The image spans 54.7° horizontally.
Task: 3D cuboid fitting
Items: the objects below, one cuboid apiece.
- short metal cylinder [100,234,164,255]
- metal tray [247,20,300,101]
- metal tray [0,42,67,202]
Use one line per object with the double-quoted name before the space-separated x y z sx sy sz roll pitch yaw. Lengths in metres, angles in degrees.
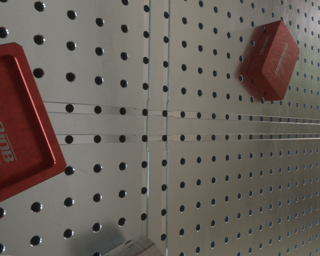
"short metal cylinder" -0.029 0.170 0.351 0.050 0.080 0.079 -19 102 -39
"metal tray" 0.221 -0.128 0.595 0.090 0.030 0.130 40 65 -33
"metal tray" -0.151 -0.003 0.279 0.091 0.030 0.129 -26 107 -37
